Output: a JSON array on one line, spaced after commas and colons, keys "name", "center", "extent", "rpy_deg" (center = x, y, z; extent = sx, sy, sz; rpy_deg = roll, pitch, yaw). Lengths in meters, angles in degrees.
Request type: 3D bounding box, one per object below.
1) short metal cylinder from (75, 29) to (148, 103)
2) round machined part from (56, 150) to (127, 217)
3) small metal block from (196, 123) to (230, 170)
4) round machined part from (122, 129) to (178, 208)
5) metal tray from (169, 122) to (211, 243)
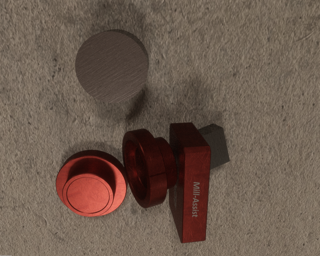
[{"name": "short metal cylinder", "center": [-0.054, -0.075, 0.368], "extent": [0.081, 0.050, 0.079], "rpy_deg": [0, 110, -1]}, {"name": "round machined part", "center": [-0.096, 0.083, 0.430], "extent": [0.099, 0.042, 0.097], "rpy_deg": [0, 110, -1]}, {"name": "small metal block", "center": [0.061, 0.028, 0.413], "extent": [0.050, 0.025, 0.050], "rpy_deg": [-21, 110, -15]}, {"name": "round machined part", "center": [-0.012, 0.048, 0.394], "extent": [0.042, 0.098, 0.097], "rpy_deg": [-11, 112, -23]}, {"name": "metal tray", "center": [0.035, 0.067, 0.398], "extent": [0.030, 0.090, 0.129], "rpy_deg": [-3, 110, -8]}]
